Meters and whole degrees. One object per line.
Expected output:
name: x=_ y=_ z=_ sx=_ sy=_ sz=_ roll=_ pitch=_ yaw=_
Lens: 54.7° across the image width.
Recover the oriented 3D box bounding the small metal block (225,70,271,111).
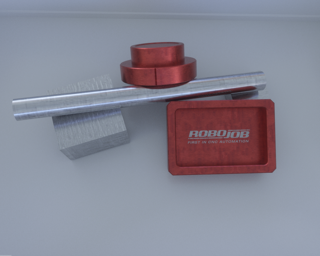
small metal block: x=0.119 y=-0.048 z=0.427 sx=0.050 sy=0.025 sz=0.050 roll=-11 pitch=71 yaw=-4

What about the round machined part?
round machined part: x=-0.002 y=-0.086 z=0.399 sx=0.099 sy=0.098 sz=0.042 roll=-4 pitch=111 yaw=-2

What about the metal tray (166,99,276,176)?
metal tray: x=0.074 y=0.011 z=0.387 sx=0.131 sy=0.030 sz=0.089 roll=-1 pitch=89 yaw=-2

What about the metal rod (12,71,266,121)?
metal rod: x=-0.014 y=-0.041 z=0.375 sx=0.302 sy=0.025 sz=0.025 roll=-8 pitch=70 yaw=-11

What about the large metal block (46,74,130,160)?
large metal block: x=-0.090 y=-0.013 z=0.398 sx=0.081 sy=0.050 sz=0.080 roll=-17 pitch=71 yaw=-7
